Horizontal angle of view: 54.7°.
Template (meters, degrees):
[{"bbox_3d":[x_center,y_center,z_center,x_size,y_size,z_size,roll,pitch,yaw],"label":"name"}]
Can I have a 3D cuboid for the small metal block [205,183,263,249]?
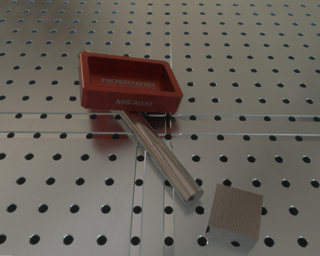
[{"bbox_3d":[0.079,0.093,0.331,0.050,0.025,0.050,14,51,11],"label":"small metal block"}]

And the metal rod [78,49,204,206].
[{"bbox_3d":[-0.042,-0.020,0.423,0.025,0.025,0.300,-26,55,-20],"label":"metal rod"}]

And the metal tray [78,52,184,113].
[{"bbox_3d":[-0.043,-0.063,0.428,0.131,0.030,0.090,2,42,-20],"label":"metal tray"}]
